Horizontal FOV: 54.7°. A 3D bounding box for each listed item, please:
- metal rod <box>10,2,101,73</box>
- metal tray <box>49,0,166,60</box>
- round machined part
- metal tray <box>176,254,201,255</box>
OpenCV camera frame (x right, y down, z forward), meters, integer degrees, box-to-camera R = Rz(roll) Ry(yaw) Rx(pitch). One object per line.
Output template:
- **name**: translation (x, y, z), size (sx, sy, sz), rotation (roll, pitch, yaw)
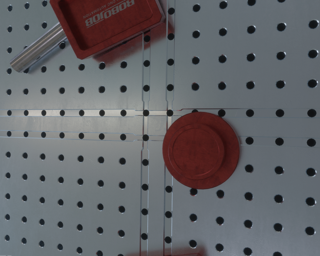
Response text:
- **metal rod**: translation (-0.104, -0.171, 0.449), size (0.300, 0.025, 0.025), rotation (-30, 80, 17)
- **metal tray**: translation (-0.070, -0.159, 0.416), size (0.130, 0.030, 0.090), rotation (-21, 102, 15)
- **round machined part**: translation (0.049, 0.028, 0.386), size (0.098, 0.042, 0.097), rotation (0, 90, 19)
- **metal tray**: translation (0.000, 0.222, 0.409), size (0.130, 0.030, 0.090), rotation (-14, 85, 19)
